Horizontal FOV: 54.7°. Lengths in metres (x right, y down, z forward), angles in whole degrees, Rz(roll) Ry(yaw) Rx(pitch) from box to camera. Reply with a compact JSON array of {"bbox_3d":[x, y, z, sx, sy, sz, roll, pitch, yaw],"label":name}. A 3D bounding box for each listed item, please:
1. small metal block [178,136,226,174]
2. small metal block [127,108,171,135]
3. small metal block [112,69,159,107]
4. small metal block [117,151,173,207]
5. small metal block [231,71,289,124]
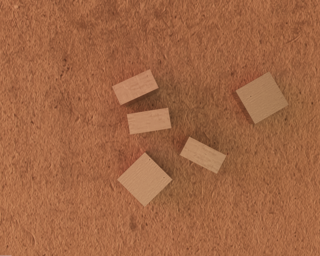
[{"bbox_3d":[0.052,0.033,0.398,0.050,0.050,0.025,27,90,0],"label":"small metal block"},{"bbox_3d":[-0.013,-0.008,0.397,0.050,0.050,0.025,-9,90,0],"label":"small metal block"},{"bbox_3d":[-0.030,-0.049,0.397,0.050,0.050,0.025,-25,90,0],"label":"small metal block"},{"bbox_3d":[-0.019,0.066,0.410,0.050,0.025,0.050,-45,90,0],"label":"small metal block"},{"bbox_3d":[0.132,-0.039,0.411,0.050,0.025,0.050,-30,90,0],"label":"small metal block"}]
